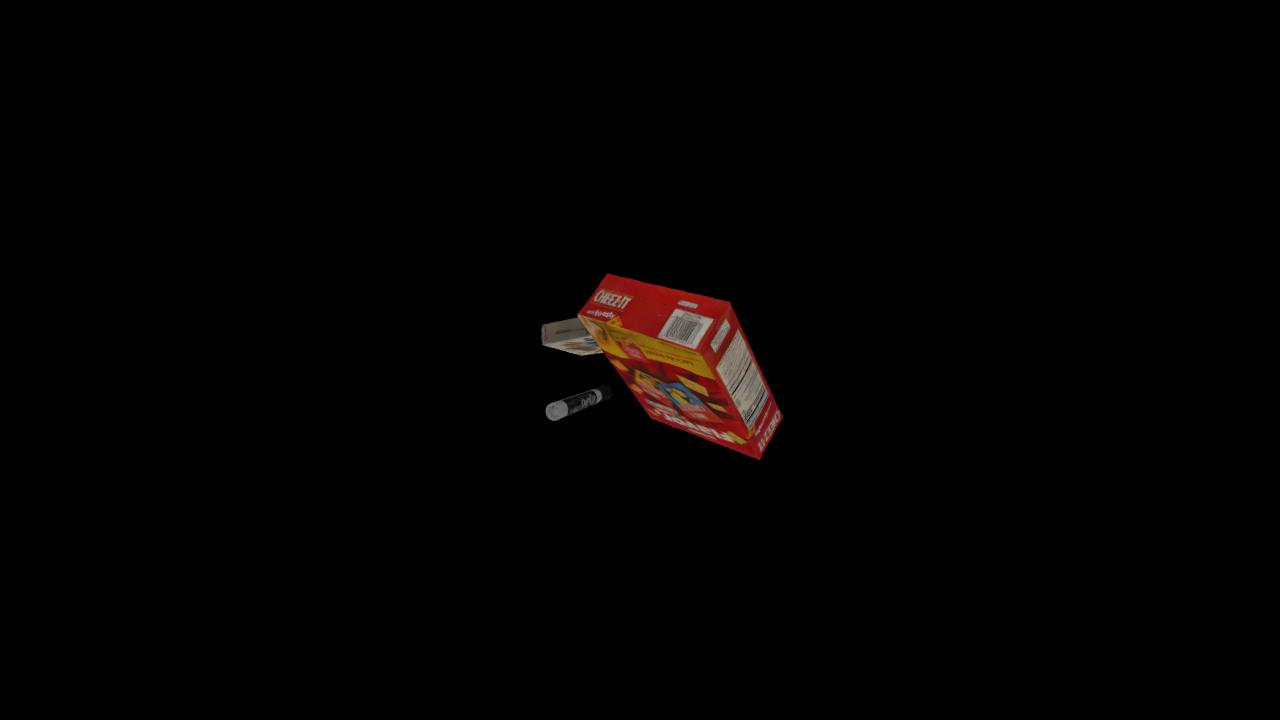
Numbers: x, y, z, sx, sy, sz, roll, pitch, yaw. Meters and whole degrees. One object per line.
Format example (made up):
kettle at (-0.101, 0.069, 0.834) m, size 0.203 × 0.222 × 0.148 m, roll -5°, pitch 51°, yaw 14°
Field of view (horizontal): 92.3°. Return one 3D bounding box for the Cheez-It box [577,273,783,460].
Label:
Cheez-It box at (0.051, 0.012, 0.686) m, size 0.166 × 0.071 × 0.223 m, roll 18°, pitch -25°, yaw 38°

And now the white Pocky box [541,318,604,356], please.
white Pocky box at (-0.029, -0.033, 0.712) m, size 0.154 × 0.028 × 0.084 m, roll -8°, pitch -13°, yaw 28°

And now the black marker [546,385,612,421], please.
black marker at (-0.063, 0.045, 0.677) m, size 0.020 × 0.020 × 0.121 m, roll 0°, pitch 7°, yaw 25°
